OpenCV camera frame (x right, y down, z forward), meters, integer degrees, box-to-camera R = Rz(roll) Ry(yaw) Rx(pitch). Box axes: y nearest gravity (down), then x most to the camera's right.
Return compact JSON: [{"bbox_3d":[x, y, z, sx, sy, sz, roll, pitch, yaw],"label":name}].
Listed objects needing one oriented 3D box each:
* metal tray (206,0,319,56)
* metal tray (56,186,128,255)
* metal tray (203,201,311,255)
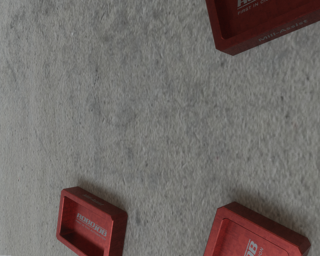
[{"bbox_3d":[0.111,-0.138,0.309,0.130,0.030,0.090,-17,80,38],"label":"metal tray"},{"bbox_3d":[-0.112,0.156,0.490,0.130,0.030,0.089,15,99,38],"label":"metal tray"},{"bbox_3d":[0.090,0.156,0.326,0.090,0.030,0.129,22,104,37],"label":"metal tray"}]
